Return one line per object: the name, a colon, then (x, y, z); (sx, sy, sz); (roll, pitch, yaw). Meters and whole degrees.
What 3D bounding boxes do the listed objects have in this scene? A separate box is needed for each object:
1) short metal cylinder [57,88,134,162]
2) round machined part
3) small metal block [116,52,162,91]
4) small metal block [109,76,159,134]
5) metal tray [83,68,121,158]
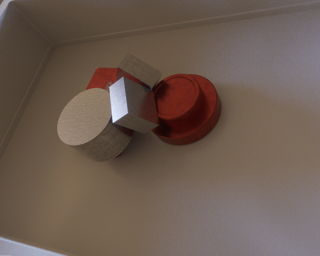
short metal cylinder: (-0.080, -0.003, 0.392); (0.080, 0.050, 0.080); (-13, 56, 20)
round machined part: (0.025, -0.031, 0.397); (0.098, 0.042, 0.098); (-13, 56, 20)
small metal block: (-0.029, -0.065, 0.409); (0.050, 0.050, 0.025); (31, 70, 0)
small metal block: (-0.031, -0.026, 0.368); (0.025, 0.050, 0.050); (-30, 56, 33)
metal tray: (-0.077, -0.027, 0.453); (0.090, 0.030, 0.130); (8, 66, 31)
